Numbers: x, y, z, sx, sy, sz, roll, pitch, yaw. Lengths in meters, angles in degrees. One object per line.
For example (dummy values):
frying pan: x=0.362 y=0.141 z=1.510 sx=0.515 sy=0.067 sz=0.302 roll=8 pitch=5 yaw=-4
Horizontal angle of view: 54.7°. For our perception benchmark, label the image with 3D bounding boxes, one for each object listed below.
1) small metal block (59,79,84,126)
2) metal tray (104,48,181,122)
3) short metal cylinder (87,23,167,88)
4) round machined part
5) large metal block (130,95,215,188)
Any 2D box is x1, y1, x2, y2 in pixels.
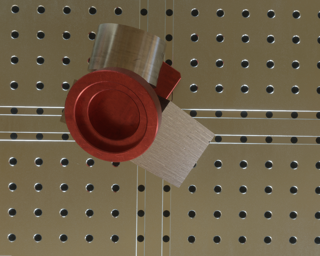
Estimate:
small metal block: x=-0.091 y=-0.027 z=0.368 sx=0.025 sy=0.050 sz=0.050 roll=19 pitch=90 yaw=0
metal tray: x=-0.044 y=-0.040 z=0.411 sx=0.090 sy=0.030 sz=0.130 roll=35 pitch=90 yaw=-1
short metal cylinder: x=-0.037 y=-0.080 z=0.355 sx=0.080 sy=0.080 sz=0.050 roll=13 pitch=90 yaw=-1
round machined part: x=-0.046 y=-0.016 z=0.330 sx=0.098 sy=0.042 sz=0.097 roll=4 pitch=110 yaw=10
large metal block: x=0.007 y=0.015 z=0.383 sx=0.080 sy=0.050 sz=0.080 roll=34 pitch=90 yaw=-31
